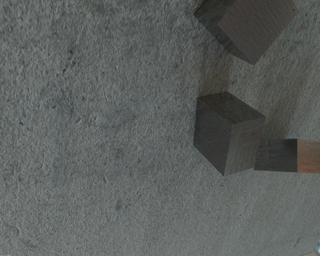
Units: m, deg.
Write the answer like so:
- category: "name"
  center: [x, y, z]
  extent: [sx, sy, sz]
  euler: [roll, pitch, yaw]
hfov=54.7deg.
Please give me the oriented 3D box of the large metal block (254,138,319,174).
- category: "large metal block"
  center: [0.214, 0.047, 0.508]
  extent: [0.081, 0.080, 0.050]
  euler: [7, 82, -32]

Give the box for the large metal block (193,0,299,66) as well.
- category: "large metal block"
  center: [0.101, -0.134, 0.362]
  extent: [0.080, 0.050, 0.080]
  euler: [32, 100, -38]

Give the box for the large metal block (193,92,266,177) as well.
- category: "large metal block"
  center: [0.090, 0.006, 0.424]
  extent: [0.050, 0.080, 0.079]
  euler: [-13, 124, -22]
